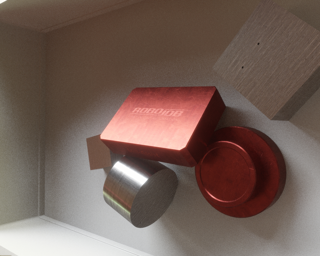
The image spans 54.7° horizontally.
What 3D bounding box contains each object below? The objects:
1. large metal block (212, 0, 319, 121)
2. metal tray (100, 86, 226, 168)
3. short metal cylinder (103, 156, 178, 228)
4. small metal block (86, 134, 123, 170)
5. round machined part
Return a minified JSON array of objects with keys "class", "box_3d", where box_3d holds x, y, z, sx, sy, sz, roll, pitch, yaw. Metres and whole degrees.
[{"class":"large metal block","box_3d":[0.113,-0.063,0.297,0.080,0.050,0.080,50,119,28]},{"class":"metal tray","box_3d":[0.001,-0.007,0.367,0.130,0.030,0.090,5,53,40]},{"class":"short metal cylinder","box_3d":[-0.023,0.076,0.388,0.050,0.081,0.079,27,107,36]},{"class":"small metal block","box_3d":[-0.084,0.035,0.474,0.050,0.025,0.050,-15,80,38]},{"class":"round machined part","box_3d":[0.078,0.047,0.330,0.098,0.042,0.097,0,90,39]}]
